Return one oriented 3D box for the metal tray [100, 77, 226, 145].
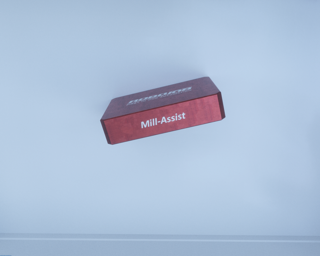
[{"bbox_3d":[0.003,-0.024,0.367,0.131,0.090,0.030,-13,110,4],"label":"metal tray"}]
